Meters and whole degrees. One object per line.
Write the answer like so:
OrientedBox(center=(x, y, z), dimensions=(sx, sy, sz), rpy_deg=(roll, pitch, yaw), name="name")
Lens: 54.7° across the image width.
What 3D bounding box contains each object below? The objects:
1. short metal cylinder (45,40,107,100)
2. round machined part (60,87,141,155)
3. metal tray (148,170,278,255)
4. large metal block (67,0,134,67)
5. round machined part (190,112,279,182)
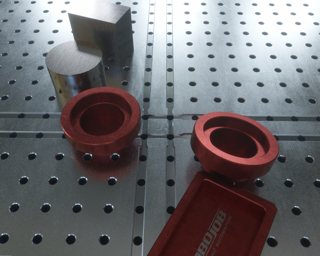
OrientedBox(center=(-0.123, -0.087, 0.463), dimensions=(0.080, 0.050, 0.080), rpy_deg=(0, 50, 0), name="short metal cylinder")
OrientedBox(center=(-0.073, -0.005, 0.400), dimensions=(0.099, 0.042, 0.098), rpy_deg=(0, 50, 0), name="round machined part")
OrientedBox(center=(0.050, 0.114, 0.308), dimensions=(0.090, 0.030, 0.130), rpy_deg=(25, 54, 19), name="metal tray")
OrientedBox(center=(-0.092, -0.154, 0.501), dimensions=(0.080, 0.080, 0.050), rpy_deg=(17, 52, 14), name="large metal block")
OrientedBox(center=(0.084, 0.025, 0.365), dimensions=(0.099, 0.042, 0.098), rpy_deg=(8, 36, -5), name="round machined part")
